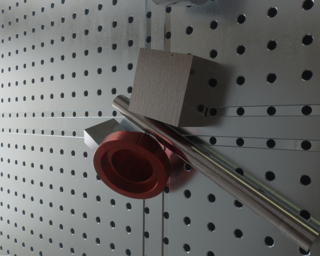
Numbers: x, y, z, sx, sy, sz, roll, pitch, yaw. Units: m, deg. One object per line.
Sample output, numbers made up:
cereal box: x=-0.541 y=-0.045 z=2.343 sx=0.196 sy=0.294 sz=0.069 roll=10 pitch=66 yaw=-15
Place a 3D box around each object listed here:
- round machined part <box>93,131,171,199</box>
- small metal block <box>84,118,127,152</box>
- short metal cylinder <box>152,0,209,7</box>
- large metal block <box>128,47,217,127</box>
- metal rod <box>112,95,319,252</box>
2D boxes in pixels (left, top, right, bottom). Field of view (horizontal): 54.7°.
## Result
round machined part: x=-0.033 y=0.043 z=0.403 sx=0.098 sy=0.042 sz=0.097 roll=10 pitch=127 yaw=14
small metal block: x=-0.074 y=0.017 z=0.448 sx=0.050 sy=0.050 sz=0.025 roll=41 pitch=139 yaw=32
short metal cylinder: x=0.023 y=-0.181 z=0.353 sx=0.050 sy=0.081 sz=0.079 roll=14 pitch=99 yaw=39
large metal block: x=0.014 y=-0.050 z=0.380 sx=0.080 sy=0.050 sz=0.079 roll=19 pitch=102 yaw=38
metal rod: x=0.042 y=0.034 z=0.372 sx=0.300 sy=0.025 sz=0.025 roll=35 pitch=112 yaw=34
